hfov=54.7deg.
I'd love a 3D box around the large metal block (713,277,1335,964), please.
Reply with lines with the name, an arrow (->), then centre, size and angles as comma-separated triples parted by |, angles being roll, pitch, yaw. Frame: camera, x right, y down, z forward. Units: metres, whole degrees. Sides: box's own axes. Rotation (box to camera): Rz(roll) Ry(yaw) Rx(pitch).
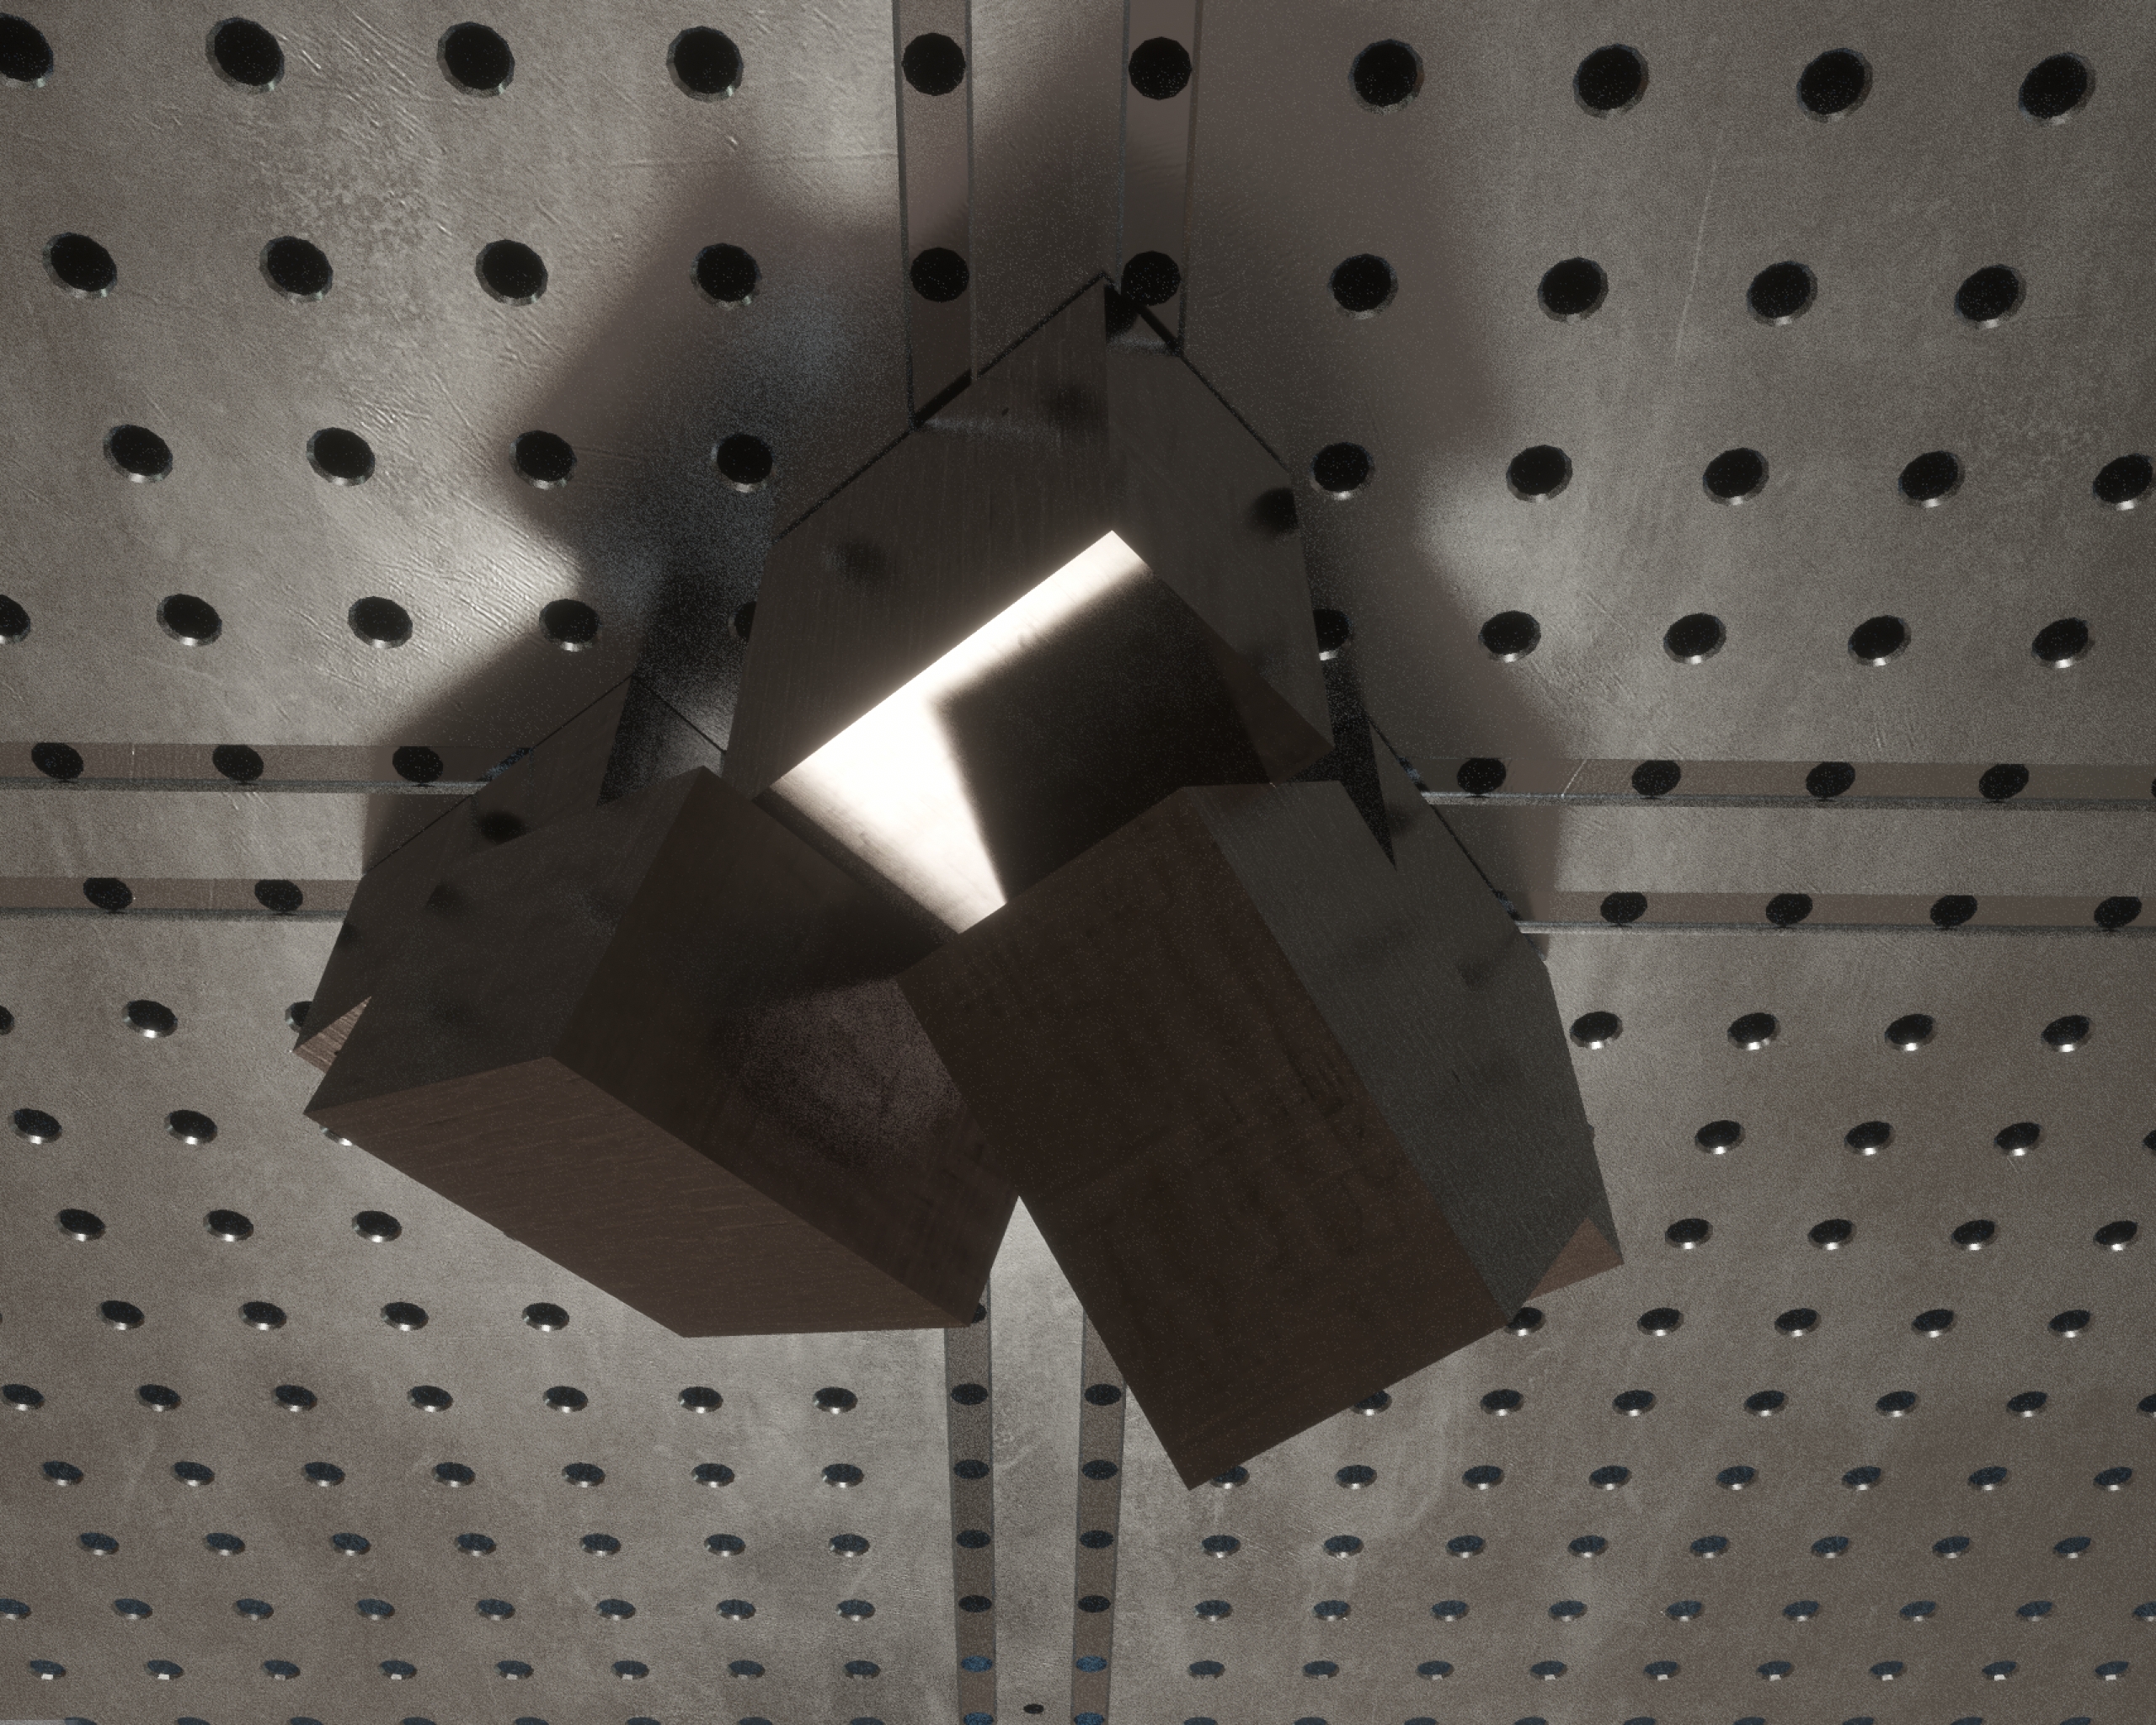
large metal block -> -0.009, -0.037, 0.342 | 0.080, 0.080, 0.050 | -34, 123, 25

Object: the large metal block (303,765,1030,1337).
large metal block -> -0.063, 0.036, 0.338 | 0.080, 0.050, 0.080 | -15, 134, 46

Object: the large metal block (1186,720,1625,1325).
large metal block -> 0.058, 0.034, 0.403 | 0.050, 0.080, 0.080 | -27, 125, 21

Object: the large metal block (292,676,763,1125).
large metal block -> -0.090, 0.023, 0.413 | 0.080, 0.050, 0.080 | -32, 124, 24

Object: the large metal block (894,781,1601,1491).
large metal block -> 0.029, 0.035, 0.313 | 0.050, 0.080, 0.080 | -34, 80, 20
